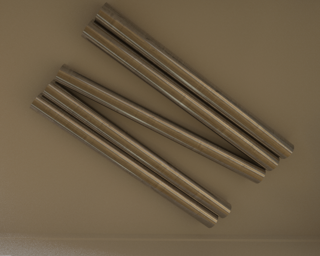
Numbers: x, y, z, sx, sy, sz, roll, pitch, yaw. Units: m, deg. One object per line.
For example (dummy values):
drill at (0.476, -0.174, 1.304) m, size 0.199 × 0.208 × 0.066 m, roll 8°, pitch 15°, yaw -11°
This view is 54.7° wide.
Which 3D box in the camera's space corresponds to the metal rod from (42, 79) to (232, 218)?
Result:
metal rod at (-0.022, 0.035, 0.423) m, size 0.301 × 0.025 × 0.025 m, roll 36°, pitch 106°, yaw -13°

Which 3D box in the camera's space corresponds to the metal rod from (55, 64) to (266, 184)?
metal rod at (0.008, -0.001, 0.410) m, size 0.301 × 0.025 × 0.025 m, roll 27°, pitch 108°, yaw -10°

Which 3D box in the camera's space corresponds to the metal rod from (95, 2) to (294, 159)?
metal rod at (0.052, -0.052, 0.391) m, size 0.301 × 0.025 × 0.025 m, roll 35°, pitch 106°, yaw -12°

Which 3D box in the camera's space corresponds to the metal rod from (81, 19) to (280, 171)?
metal rod at (0.035, -0.034, 0.397) m, size 0.301 × 0.025 × 0.025 m, roll 35°, pitch 106°, yaw -12°

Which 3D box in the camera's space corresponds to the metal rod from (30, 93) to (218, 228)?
metal rod at (-0.040, 0.051, 0.428) m, size 0.301 × 0.025 × 0.025 m, roll 36°, pitch 106°, yaw -13°
